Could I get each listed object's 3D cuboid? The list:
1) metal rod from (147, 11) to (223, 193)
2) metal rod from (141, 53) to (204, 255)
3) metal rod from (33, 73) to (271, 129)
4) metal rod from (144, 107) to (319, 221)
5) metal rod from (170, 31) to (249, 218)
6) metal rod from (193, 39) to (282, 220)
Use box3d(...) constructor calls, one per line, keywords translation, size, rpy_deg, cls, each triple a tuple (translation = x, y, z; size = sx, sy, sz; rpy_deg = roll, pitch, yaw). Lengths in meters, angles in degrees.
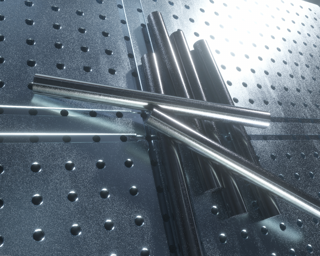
box3d(translation=(0.030, -0.052, 0.455), size=(0.025, 0.025, 0.299), rpy_deg=(-2, 63, -29), cls="metal rod")
box3d(translation=(0.012, 0.028, 0.396), size=(0.025, 0.025, 0.299), rpy_deg=(2, 61, -27), cls="metal rod")
box3d(translation=(0.000, -0.031, 0.395), size=(0.302, 0.025, 0.025), rpy_deg=(8, 58, -13), cls="metal rod")
box3d(translation=(0.117, 0.057, 0.402), size=(0.301, 0.025, 0.025), rpy_deg=(29, 52, -10), cls="metal rod")
box3d(translation=(0.064, -0.021, 0.454), size=(0.025, 0.025, 0.299), rpy_deg=(-1, 62, -29), cls="metal rod")
box3d(translation=(0.110, -0.012, 0.473), size=(0.025, 0.025, 0.299), rpy_deg=(-4, 63, -30), cls="metal rod")
